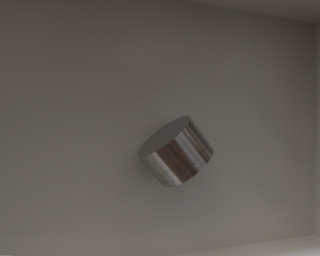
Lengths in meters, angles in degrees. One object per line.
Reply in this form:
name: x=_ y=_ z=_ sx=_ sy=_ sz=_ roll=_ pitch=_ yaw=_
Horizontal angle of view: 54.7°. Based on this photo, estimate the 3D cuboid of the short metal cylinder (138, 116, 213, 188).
short metal cylinder: x=0.019 y=0.029 z=0.390 sx=0.080 sy=0.080 sz=0.050 roll=-41 pitch=103 yaw=-16
